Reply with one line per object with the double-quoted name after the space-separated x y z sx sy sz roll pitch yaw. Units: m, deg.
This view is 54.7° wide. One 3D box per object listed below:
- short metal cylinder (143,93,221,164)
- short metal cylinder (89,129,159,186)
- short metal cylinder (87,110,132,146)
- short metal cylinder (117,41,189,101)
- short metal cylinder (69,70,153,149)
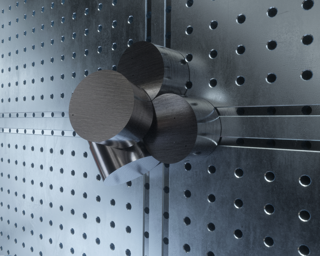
0.025 0.001 0.370 0.080 0.050 0.079 0 90 39 "short metal cylinder"
-0.046 0.035 0.409 0.080 0.081 0.050 -41 66 32 "short metal cylinder"
-0.066 -0.007 0.426 0.080 0.081 0.050 -41 65 32 "short metal cylinder"
-0.010 -0.066 0.398 0.080 0.050 0.079 0 90 39 "short metal cylinder"
-0.055 -0.020 0.352 0.080 0.050 0.080 -5 77 21 "short metal cylinder"
